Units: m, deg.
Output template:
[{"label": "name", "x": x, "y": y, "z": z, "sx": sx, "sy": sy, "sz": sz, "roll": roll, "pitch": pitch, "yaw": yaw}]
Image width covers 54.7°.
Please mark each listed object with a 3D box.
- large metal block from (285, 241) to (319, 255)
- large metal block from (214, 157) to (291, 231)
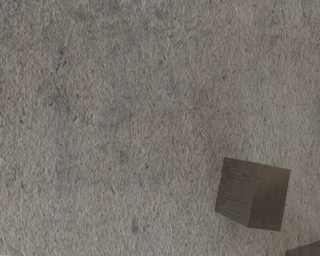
[{"label": "large metal block", "x": 0.255, "y": 0.218, "z": 0.474, "sx": 0.081, "sy": 0.080, "sz": 0.050, "roll": -7, "pitch": 93, "yaw": -20}, {"label": "large metal block", "x": 0.124, "y": 0.087, "z": 0.426, "sx": 0.050, "sy": 0.080, "sz": 0.080, "roll": 13, "pitch": 86, "yaw": -20}]
